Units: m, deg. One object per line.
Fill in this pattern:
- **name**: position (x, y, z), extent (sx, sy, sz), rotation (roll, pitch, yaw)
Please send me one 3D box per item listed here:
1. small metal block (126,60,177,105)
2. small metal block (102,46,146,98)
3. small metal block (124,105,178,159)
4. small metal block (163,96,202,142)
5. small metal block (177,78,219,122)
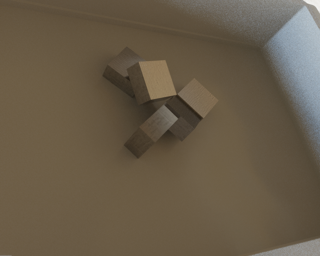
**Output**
- **small metal block**: position (-0.010, -0.061, 0.410), extent (0.050, 0.025, 0.050), rotation (-16, 88, -45)
- **small metal block**: position (-0.043, -0.078, 0.432), extent (0.050, 0.025, 0.050), rotation (37, 51, -4)
- **small metal block**: position (-0.011, 0.005, 0.382), extent (0.025, 0.050, 0.050), rotation (45, 51, 0)
- **small metal block**: position (0.025, -0.015, 0.417), extent (0.050, 0.025, 0.050), rotation (43, 24, 1)
- **small metal block**: position (0.051, -0.039, 0.459), extent (0.050, 0.025, 0.050), rotation (43, 51, 1)
